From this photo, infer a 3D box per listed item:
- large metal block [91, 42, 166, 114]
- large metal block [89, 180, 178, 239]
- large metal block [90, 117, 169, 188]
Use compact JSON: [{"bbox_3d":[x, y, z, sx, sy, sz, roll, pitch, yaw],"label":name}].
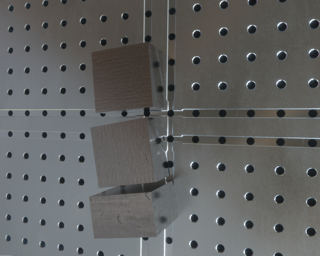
[{"bbox_3d":[-0.040,-0.063,0.414,0.080,0.050,0.080,-5,88,20],"label":"large metal block"},{"bbox_3d":[-0.031,0.101,0.395,0.080,0.080,0.050,-9,87,20],"label":"large metal block"},{"bbox_3d":[-0.039,0.032,0.414,0.080,0.050,0.080,-10,87,20],"label":"large metal block"}]
